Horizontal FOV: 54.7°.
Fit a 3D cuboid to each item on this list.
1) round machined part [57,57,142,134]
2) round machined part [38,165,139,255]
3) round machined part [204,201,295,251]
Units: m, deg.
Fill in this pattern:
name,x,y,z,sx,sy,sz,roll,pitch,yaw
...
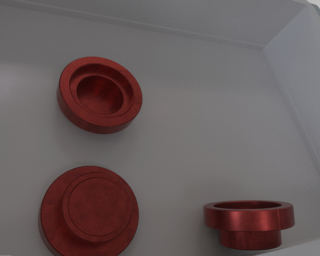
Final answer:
name,x,y,z,sx,sy,sz,roll,pitch,yaw
round machined part,-0.075,-0.035,0.376,0.099,0.042,0.098,14,56,-21
round machined part,-0.066,0.083,0.308,0.099,0.042,0.098,14,56,-21
round machined part,0.100,0.108,0.350,0.099,0.098,0.042,2,81,-28
